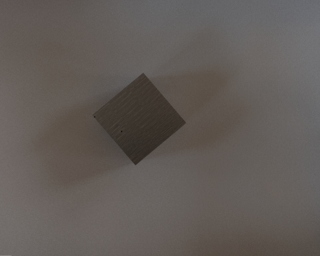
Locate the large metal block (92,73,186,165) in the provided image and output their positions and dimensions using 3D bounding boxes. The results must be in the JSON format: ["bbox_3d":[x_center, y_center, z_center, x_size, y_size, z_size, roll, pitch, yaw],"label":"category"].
[{"bbox_3d":[-0.025,-0.011,0.399,0.080,0.050,0.080,-40,91,0],"label":"large metal block"}]
